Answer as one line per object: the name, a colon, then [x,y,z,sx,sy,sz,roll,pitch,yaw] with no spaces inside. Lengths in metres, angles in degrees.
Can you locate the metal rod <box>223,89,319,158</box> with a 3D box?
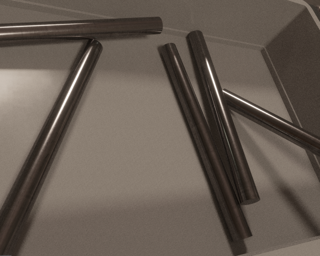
metal rod: [0.215,0.022,0.437,0.300,0.025,0.025,32,47,23]

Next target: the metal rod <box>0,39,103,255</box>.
metal rod: [-0.118,0.007,0.338,0.025,0.025,0.300,23,53,-15]

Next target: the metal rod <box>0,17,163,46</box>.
metal rod: [-0.133,-0.121,0.389,0.303,0.025,0.025,-13,69,-28]

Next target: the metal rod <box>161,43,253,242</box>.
metal rod: [0.057,0.005,0.435,0.025,0.025,0.299,-5,64,-31]

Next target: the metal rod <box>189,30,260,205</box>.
metal rod: [0.088,-0.034,0.463,0.025,0.025,0.299,5,56,-26]
